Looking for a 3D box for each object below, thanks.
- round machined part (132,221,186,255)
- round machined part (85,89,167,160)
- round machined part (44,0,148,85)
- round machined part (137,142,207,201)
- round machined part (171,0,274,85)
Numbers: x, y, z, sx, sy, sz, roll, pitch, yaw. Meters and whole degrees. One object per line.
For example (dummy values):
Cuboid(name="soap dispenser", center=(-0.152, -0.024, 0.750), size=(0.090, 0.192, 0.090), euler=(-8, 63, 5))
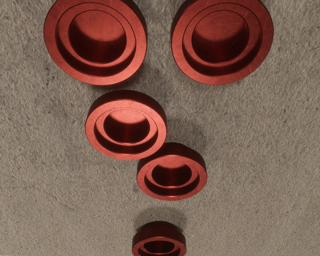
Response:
Cuboid(name="round machined part", center=(-0.002, 0.209, 0.574), size=(0.099, 0.042, 0.097), euler=(-1, 130, 0))
Cuboid(name="round machined part", center=(-0.041, -0.008, 0.389), size=(0.099, 0.042, 0.097), euler=(-1, 130, 0))
Cuboid(name="round machined part", center=(-0.062, -0.095, 0.314), size=(0.099, 0.042, 0.097), euler=(-1, 130, 0))
Cuboid(name="round machined part", center=(0.016, 0.059, 0.447), size=(0.099, 0.042, 0.097), euler=(-1, 130, 0))
Cuboid(name="round machined part", center=(0.060, -0.096, 0.315), size=(0.099, 0.042, 0.097), euler=(-1, 130, 0))
